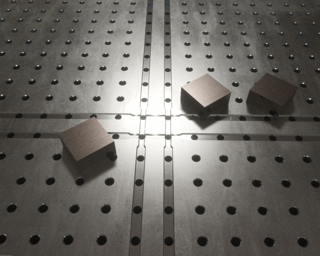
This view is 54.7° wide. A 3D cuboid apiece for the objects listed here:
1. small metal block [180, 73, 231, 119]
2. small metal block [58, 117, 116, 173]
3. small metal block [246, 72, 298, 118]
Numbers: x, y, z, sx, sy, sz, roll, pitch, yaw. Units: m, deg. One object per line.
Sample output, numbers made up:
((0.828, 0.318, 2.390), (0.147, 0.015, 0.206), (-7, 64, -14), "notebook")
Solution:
((0.065, -0.047, 0.448), (0.050, 0.025, 0.050), (-29, 56, -23), "small metal block")
((-0.091, 0.020, 0.390), (0.050, 0.025, 0.050), (-29, 56, -23), "small metal block")
((0.163, -0.048, 0.451), (0.050, 0.025, 0.050), (33, 57, 24), "small metal block")
